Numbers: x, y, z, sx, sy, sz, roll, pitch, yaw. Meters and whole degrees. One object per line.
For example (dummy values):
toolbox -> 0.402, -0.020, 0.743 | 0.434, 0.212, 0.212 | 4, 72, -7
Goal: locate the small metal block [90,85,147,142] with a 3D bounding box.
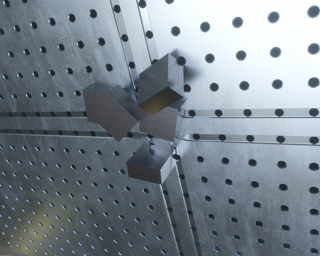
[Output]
small metal block -> -0.053, -0.018, 0.397 | 0.050, 0.025, 0.050 | 44, 129, -2

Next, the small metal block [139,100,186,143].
small metal block -> 0.002, -0.015, 0.401 | 0.050, 0.025, 0.050 | 18, 126, 17

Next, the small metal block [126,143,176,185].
small metal block -> -0.011, 0.049, 0.431 | 0.050, 0.050, 0.025 | 9, 122, 23

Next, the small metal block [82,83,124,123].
small metal block -> -0.076, -0.032, 0.433 | 0.050, 0.025, 0.050 | 12, 124, 22

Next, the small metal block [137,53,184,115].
small metal block -> 0.000, -0.050, 0.361 | 0.025, 0.050, 0.050 | 30, 138, -35
